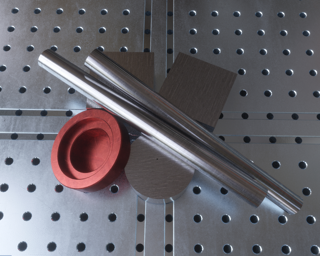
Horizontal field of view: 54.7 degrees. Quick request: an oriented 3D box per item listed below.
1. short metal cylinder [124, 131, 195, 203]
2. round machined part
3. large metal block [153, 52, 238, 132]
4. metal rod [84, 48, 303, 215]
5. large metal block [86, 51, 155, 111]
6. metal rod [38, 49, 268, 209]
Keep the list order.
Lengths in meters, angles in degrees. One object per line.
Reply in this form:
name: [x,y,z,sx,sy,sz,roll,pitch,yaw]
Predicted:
short metal cylinder: [0.000,0.049,0.376,0.081,0.050,0.080,0,70,0]
round machined part: [-0.079,0.030,0.375,0.098,0.042,0.098,-10,65,21]
large metal block: [0.045,-0.042,0.409,0.080,0.050,0.080,23,72,8]
metal rod: [0.042,0.006,0.366,0.301,0.025,0.025,36,73,-3]
large metal block: [-0.048,-0.053,0.410,0.081,0.050,0.080,1,70,0]
metal rod: [-0.016,-0.005,0.355,0.301,0.025,0.025,33,73,10]
